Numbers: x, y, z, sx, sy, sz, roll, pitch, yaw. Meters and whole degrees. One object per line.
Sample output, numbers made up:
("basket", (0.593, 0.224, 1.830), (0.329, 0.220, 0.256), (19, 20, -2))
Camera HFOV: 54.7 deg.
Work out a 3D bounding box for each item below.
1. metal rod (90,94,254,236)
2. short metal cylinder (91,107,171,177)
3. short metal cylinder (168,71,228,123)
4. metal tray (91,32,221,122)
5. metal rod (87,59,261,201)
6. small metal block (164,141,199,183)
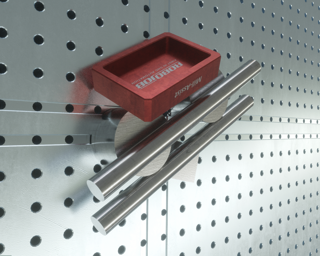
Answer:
("metal rod", (0.037, 0.030, 0.408), (0.302, 0.025, 0.025), (-36, 112, -34))
("short metal cylinder", (-0.033, 0.014, 0.367), (0.081, 0.050, 0.079), (0, 90, -40))
("short metal cylinder", (0.052, -0.047, 0.439), (0.081, 0.050, 0.079), (0, 90, -40))
("metal tray", (-0.002, -0.067, 0.365), (0.131, 0.090, 0.030), (-36, 144, -35))
("metal rod", (0.039, -0.015, 0.377), (0.302, 0.025, 0.025), (-37, 113, -34))
("small metal block", (0.026, 0.047, 0.432), (0.050, 0.025, 0.050), (19, 78, -39))
